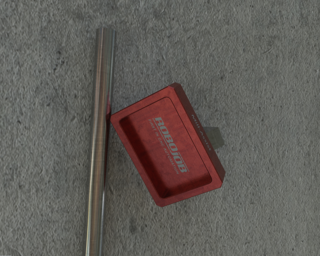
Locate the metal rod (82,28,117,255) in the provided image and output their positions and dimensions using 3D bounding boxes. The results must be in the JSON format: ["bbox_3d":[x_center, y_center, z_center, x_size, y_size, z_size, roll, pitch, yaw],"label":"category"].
[{"bbox_3d":[-0.075,0.028,0.381,0.025,0.025,0.298,4,89,-20],"label":"metal rod"}]

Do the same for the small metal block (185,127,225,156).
[{"bbox_3d":[0.049,0.020,0.415,0.050,0.050,0.025,-25,99,-19],"label":"small metal block"}]

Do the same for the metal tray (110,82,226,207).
[{"bbox_3d":[0.010,0.022,0.373,0.090,0.030,0.130,-25,97,23],"label":"metal tray"}]
